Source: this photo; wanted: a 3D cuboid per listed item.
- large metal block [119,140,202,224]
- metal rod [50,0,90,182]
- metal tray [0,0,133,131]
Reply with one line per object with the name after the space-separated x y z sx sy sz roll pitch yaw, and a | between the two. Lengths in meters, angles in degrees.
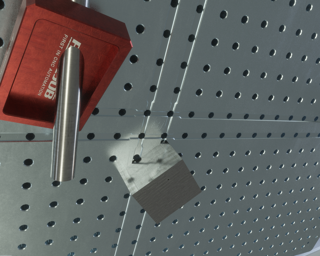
0.002 0.078 0.445 0.080 0.050 0.080 -35 129 -5 | large metal block
-0.081 -0.088 0.288 0.025 0.025 0.298 0 111 -28 | metal rod
-0.096 -0.053 0.293 0.091 0.030 0.129 13 133 -34 | metal tray
